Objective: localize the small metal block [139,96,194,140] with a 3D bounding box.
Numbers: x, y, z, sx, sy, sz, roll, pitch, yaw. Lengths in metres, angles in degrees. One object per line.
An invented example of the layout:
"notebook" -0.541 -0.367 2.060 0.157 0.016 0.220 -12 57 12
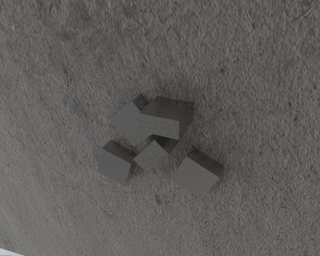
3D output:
"small metal block" 0.009 -0.014 0.378 0.050 0.050 0.025 12 123 21

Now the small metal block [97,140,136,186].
"small metal block" -0.065 0.054 0.474 0.050 0.025 0.050 27 128 11

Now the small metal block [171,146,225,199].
"small metal block" 0.050 0.061 0.418 0.050 0.025 0.050 33 129 6

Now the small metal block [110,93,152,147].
"small metal block" -0.030 -0.010 0.417 0.050 0.025 0.050 -34 100 38

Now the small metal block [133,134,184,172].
"small metal block" -0.002 0.024 0.407 0.025 0.050 0.050 45 129 -3
